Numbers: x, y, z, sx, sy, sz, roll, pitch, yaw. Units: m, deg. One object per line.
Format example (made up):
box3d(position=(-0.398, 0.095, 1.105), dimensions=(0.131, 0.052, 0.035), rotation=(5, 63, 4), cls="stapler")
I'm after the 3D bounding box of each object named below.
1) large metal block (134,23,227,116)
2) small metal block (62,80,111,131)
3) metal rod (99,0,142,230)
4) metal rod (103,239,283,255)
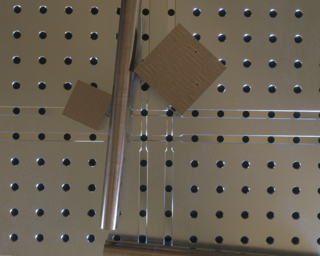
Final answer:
box3d(position=(0.025, -0.072, 0.401), dimensions=(0.080, 0.050, 0.080), rotation=(43, 90, 0), cls="large metal block")
box3d(position=(-0.094, -0.030, 0.412), dimensions=(0.050, 0.025, 0.050), rotation=(25, 90, 0), cls="small metal block")
box3d(position=(-0.051, -0.017, 0.397), dimensions=(0.025, 0.025, 0.298), rotation=(7, 96, 0), cls="metal rod")
box3d(position=(0.077, 0.176, 0.413), dimensions=(0.302, 0.025, 0.025), rotation=(6, 90, 0), cls="metal rod")
